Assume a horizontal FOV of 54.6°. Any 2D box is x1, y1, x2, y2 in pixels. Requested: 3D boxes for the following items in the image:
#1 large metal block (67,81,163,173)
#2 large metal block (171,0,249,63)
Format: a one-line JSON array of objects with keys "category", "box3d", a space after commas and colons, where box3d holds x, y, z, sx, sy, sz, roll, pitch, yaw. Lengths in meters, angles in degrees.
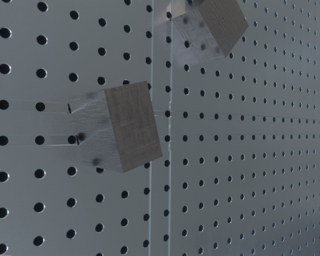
[{"category": "large metal block", "box3d": [-0.049, -0.003, 0.331, 0.050, 0.080, 0.080, -19, 103, -38]}, {"category": "large metal block", "box3d": [0.076, -0.155, 0.455, 0.080, 0.050, 0.080, 52, 60, -28]}]
